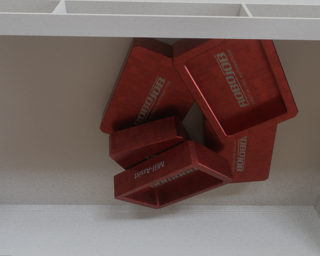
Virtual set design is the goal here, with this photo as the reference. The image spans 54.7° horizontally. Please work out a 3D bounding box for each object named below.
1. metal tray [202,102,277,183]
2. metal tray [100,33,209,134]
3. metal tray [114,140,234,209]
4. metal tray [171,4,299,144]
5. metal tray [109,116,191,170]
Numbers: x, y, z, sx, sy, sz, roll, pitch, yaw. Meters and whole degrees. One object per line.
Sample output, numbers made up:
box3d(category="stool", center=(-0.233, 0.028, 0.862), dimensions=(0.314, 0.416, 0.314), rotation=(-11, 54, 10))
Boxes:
box3d(category="metal tray", center=(0.107, 0.023, 0.428), dimensions=(0.091, 0.030, 0.129), rotation=(-5, 130, 4))
box3d(category="metal tray", center=(-0.010, -0.037, 0.374), dimensions=(0.091, 0.030, 0.129), rotation=(18, 128, -15))
box3d(category="metal tray", center=(0.016, 0.066, 0.401), dimensions=(0.130, 0.030, 0.090), rotation=(-28, 143, 29))
box3d(category="metal tray", center=(0.080, -0.048, 0.325), dimensions=(0.090, 0.030, 0.130), rotation=(-24, 126, 18))
box3d(category="metal tray", center=(0.001, 0.038, 0.412), dimensions=(0.090, 0.030, 0.130), rotation=(-16, 147, 13))
